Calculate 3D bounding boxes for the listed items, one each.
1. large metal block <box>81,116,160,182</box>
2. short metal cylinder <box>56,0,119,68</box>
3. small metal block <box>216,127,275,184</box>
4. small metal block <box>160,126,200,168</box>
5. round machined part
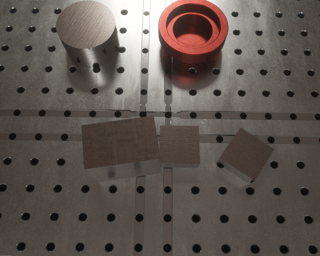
[{"bbox_3d":[-0.043,0.028,0.372,0.081,0.080,0.050,-8,71,-3],"label":"large metal block"},{"bbox_3d":[-0.102,-0.134,0.446,0.081,0.050,0.080,0,70,-1],"label":"short metal cylinder"},{"bbox_3d":[0.110,0.036,0.400,0.050,0.025,0.050,34,73,11],"label":"small metal block"},{"bbox_3d":[0.025,0.025,0.403,0.050,0.025,0.050,1,70,0],"label":"small metal block"},{"bbox_3d":[0.047,-0.137,0.454,0.099,0.042,0.098,0,70,-1],"label":"round machined part"}]
